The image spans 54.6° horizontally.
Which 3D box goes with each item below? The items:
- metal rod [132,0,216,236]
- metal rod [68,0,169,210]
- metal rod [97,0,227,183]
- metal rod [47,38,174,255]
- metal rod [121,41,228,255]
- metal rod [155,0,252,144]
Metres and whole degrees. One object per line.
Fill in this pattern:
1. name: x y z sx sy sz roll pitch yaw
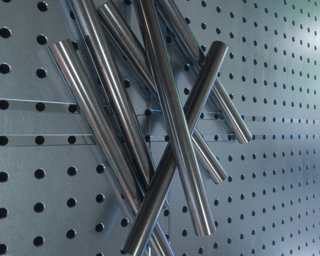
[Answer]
1. metal rod: 0.014 -0.023 0.368 0.025 0.025 0.299 -12 85 -39
2. metal rod: -0.048 -0.033 0.367 0.025 0.025 0.299 -31 110 -35
3. metal rod: 0.014 -0.031 0.419 0.025 0.025 0.300 -51 120 -27
4. metal rod: -0.049 0.042 0.367 0.025 0.025 0.299 -36 112 -34
5. metal rod: 0.027 0.012 0.396 0.025 0.025 0.300 38 67 -34
6. metal rod: 0.065 -0.088 0.461 0.025 0.025 0.300 -52 120 -27
